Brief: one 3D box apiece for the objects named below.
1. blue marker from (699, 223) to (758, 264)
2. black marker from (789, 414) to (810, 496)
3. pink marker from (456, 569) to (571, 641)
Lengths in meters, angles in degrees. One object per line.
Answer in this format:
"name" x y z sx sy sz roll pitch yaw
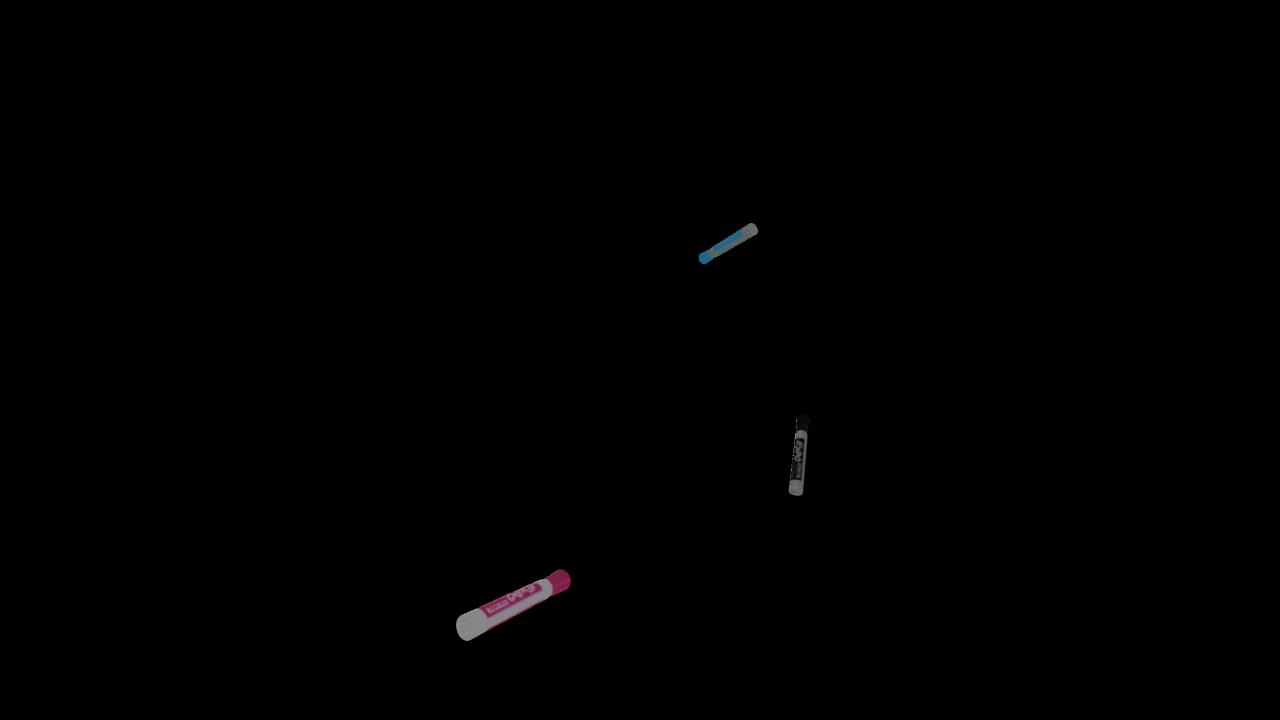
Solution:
"blue marker" 0.130 -0.174 0.934 0.020 0.020 0.121 0 -14 -35
"black marker" 0.221 0.129 0.852 0.020 0.121 0.020 11 -34 8
"pink marker" -0.097 0.196 0.502 0.020 0.020 0.121 0 0 31
